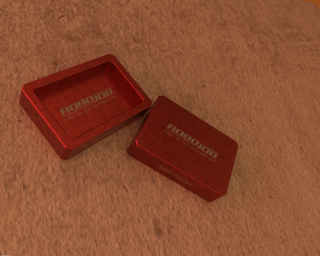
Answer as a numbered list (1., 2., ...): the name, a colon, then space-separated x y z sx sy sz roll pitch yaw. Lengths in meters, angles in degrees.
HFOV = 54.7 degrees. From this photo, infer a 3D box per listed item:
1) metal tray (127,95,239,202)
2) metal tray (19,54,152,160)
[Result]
1. metal tray: 0.034 0.026 0.405 0.130 0.030 0.090 32 51 -8
2. metal tray: -0.085 -0.031 0.374 0.131 0.030 0.090 -33 80 -38
